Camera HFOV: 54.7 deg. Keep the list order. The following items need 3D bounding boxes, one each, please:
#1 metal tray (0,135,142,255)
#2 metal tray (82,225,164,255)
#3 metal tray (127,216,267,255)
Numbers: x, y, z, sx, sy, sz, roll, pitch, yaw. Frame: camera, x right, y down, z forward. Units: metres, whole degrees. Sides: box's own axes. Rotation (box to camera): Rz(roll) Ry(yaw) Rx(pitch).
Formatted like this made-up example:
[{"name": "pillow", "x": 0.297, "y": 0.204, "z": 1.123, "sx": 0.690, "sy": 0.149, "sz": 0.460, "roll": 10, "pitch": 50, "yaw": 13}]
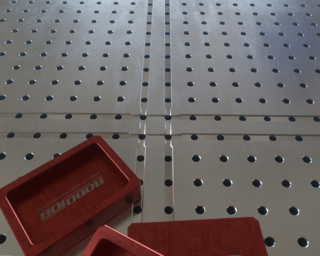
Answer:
[{"name": "metal tray", "x": -0.097, "y": 0.073, "z": 0.341, "sx": 0.131, "sy": 0.030, "sz": 0.090, "roll": -32, "pitch": 57, "yaw": -24}, {"name": "metal tray", "x": -0.043, "y": 0.154, "z": 0.240, "sx": 0.090, "sy": 0.030, "sz": 0.130, "roll": 14, "pitch": 61, "yaw": 33}, {"name": "metal tray", "x": 0.036, "y": 0.135, "z": 0.291, "sx": 0.131, "sy": 0.030, "sz": 0.090, "roll": -2, "pitch": 50, "yaw": -3}]
